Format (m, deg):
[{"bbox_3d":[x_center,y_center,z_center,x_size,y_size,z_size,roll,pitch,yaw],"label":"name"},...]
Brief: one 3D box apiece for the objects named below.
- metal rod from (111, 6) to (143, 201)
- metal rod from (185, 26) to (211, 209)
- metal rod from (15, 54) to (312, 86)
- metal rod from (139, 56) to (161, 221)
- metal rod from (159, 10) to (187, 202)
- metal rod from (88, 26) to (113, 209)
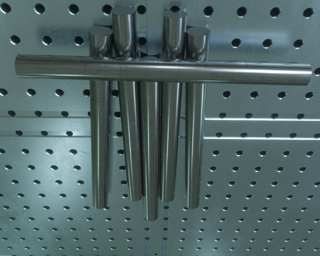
[{"bbox_3d":[-0.038,-0.004,0.408,0.025,0.025,0.298,0,130,0],"label":"metal rod"},{"bbox_3d":[0.047,0.012,0.422,0.025,0.025,0.298,-2,130,1],"label":"metal rod"},{"bbox_3d":[0.005,-0.061,0.327,0.302,0.025,0.025,1,130,-2],"label":"metal rod"},{"bbox_3d":[-0.013,0.039,0.444,0.025,0.025,0.298,0,131,-1],"label":"metal rod"},{"bbox_3d":[0.013,-0.002,0.411,0.025,0.025,0.298,0,130,-1],"label":"metal rod"},{"bbox_3d":[-0.081,0.011,0.419,0.025,0.025,0.298,5,130,-5],"label":"metal rod"}]
